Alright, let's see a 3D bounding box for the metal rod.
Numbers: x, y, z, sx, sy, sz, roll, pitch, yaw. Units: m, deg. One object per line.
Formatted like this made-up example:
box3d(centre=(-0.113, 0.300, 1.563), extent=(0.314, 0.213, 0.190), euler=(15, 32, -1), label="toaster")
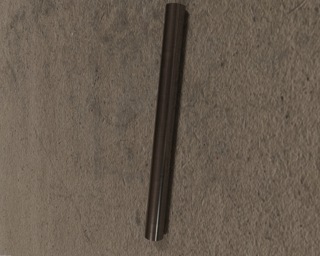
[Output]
box3d(centre=(0.006, -0.004, 0.398), extent=(0.025, 0.025, 0.298), euler=(9, 96, 39), label="metal rod")
